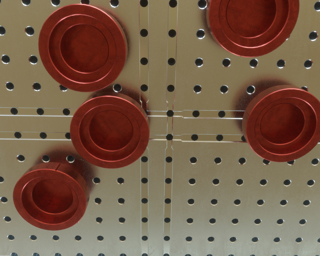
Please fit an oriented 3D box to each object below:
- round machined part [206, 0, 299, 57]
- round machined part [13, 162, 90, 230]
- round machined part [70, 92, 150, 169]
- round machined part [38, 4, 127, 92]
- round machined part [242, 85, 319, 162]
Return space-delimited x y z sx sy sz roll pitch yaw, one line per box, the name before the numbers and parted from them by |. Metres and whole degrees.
round machined part | 0.102 -0.133 0.356 0.099 0.042 0.097 0 110 0
round machined part | -0.148 0.091 0.437 0.099 0.042 0.097 0 110 0
round machined part | -0.062 0.000 0.404 0.099 0.042 0.097 0 110 0
round machined part | -0.088 -0.095 0.368 0.099 0.042 0.097 0 111 0
round machined part | 0.155 -0.008 0.402 0.099 0.042 0.097 0 110 0
